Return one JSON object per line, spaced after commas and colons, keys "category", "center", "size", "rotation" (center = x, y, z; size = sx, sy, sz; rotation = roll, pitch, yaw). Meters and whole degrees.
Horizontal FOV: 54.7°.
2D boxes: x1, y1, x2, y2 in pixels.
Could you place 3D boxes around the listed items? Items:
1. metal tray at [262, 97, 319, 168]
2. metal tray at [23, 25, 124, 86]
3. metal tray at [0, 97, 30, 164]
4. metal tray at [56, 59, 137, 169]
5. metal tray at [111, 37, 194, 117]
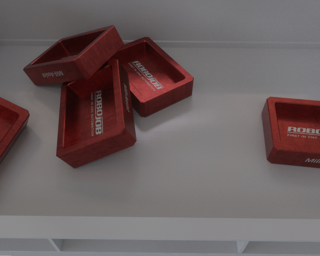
{"category": "metal tray", "center": [0.204, 0.006, 0.397], "size": [0.131, 0.030, 0.090], "rotation": [5, 50, 4]}
{"category": "metal tray", "center": [-0.127, -0.104, 0.451], "size": [0.130, 0.030, 0.090], "rotation": [1, 44, 38]}
{"category": "metal tray", "center": [-0.228, 0.014, 0.363], "size": [0.090, 0.030, 0.130], "rotation": [28, 50, -13]}
{"category": "metal tray", "center": [-0.083, -0.022, 0.396], "size": [0.090, 0.030, 0.130], "rotation": [-22, 50, 13]}
{"category": "metal tray", "center": [-0.022, -0.082, 0.470], "size": [0.091, 0.030, 0.130], "rotation": [-27, 55, -21]}
